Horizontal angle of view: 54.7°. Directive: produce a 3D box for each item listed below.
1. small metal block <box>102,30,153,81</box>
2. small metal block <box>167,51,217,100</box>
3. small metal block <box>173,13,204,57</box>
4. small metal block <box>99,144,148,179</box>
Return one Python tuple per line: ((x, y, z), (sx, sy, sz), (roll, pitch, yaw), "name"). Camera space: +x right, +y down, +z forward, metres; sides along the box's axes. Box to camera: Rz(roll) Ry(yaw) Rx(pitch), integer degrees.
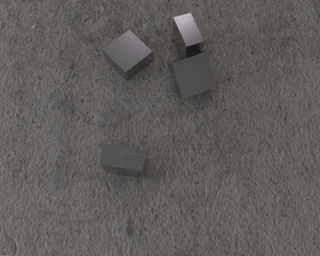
((-0.046, -0.105, 0.446), (0.050, 0.025, 0.050), (-41, 75, -14), "small metal block")
((0.044, -0.073, 0.422), (0.050, 0.025, 0.050), (-22, 109, -8), "small metal block")
((0.039, -0.125, 0.441), (0.025, 0.050, 0.050), (-18, 71, -6), "small metal block")
((-0.042, 0.042, 0.379), (0.050, 0.050, 0.025), (9, 71, 3), "small metal block")
